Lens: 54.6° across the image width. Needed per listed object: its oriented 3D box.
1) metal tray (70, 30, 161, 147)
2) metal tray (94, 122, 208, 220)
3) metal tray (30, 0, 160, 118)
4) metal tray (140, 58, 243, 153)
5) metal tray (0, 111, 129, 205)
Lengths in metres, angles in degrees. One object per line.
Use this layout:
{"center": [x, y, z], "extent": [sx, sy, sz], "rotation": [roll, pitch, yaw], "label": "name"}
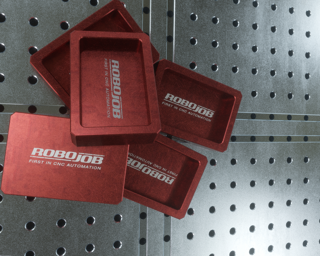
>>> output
{"center": [-0.052, -0.046, 0.345], "extent": [0.091, 0.030, 0.130], "rotation": [-2, 67, -13], "label": "metal tray"}
{"center": [-0.012, 0.053, 0.404], "extent": [0.131, 0.030, 0.090], "rotation": [27, 82, -18], "label": "metal tray"}
{"center": [-0.077, -0.083, 0.380], "extent": [0.130, 0.030, 0.090], "rotation": [-41, 102, -15], "label": "metal tray"}
{"center": [0.041, -0.028, 0.423], "extent": [0.131, 0.030, 0.090], "rotation": [19, 84, -19], "label": "metal tray"}
{"center": [-0.103, 0.034, 0.354], "extent": [0.131, 0.030, 0.090], "rotation": [7, 88, -6], "label": "metal tray"}
